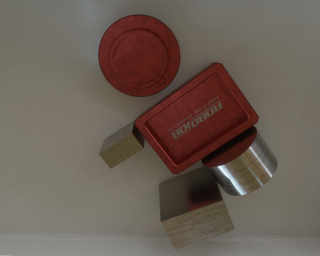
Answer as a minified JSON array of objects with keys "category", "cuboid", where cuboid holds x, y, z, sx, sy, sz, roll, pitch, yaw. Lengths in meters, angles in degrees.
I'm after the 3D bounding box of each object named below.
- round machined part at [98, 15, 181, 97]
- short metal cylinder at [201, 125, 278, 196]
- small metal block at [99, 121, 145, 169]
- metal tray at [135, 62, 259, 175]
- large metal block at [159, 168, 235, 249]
[{"category":"round machined part","cuboid":[-0.025,-0.084,0.371,0.099,0.042,0.097,0,110,-1]},{"category":"short metal cylinder","cuboid":[0.101,0.040,0.398,0.080,0.080,0.050,-35,107,11]},{"category":"small metal block","cuboid":[-0.048,0.020,0.405,0.050,0.050,0.025,-32,107,11]},{"category":"metal tray","cuboid":[0.046,-0.012,0.398,0.130,0.030,0.090,-35,98,11]},{"category":"large metal block","cuboid":[0.046,0.104,0.419,0.080,0.080,0.050,-21,113,7]}]
